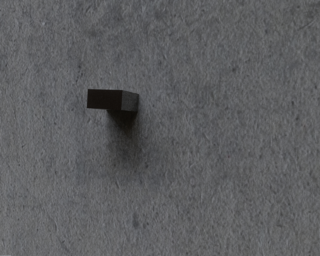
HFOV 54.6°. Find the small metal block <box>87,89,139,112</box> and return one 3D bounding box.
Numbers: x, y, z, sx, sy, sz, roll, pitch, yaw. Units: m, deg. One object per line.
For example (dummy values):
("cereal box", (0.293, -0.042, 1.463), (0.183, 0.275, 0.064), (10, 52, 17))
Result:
("small metal block", (-0.062, -0.037, 0.418), (0.050, 0.050, 0.025), (4, 92, 20))
